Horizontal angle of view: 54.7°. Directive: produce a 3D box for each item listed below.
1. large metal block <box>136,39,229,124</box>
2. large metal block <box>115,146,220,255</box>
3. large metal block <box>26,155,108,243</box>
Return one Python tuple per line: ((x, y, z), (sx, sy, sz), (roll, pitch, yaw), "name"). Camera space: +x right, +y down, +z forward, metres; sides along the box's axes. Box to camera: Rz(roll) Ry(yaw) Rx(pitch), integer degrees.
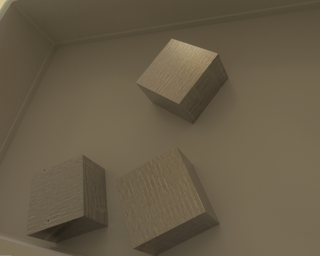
((0.030, -0.064, 0.413), (0.080, 0.050, 0.080), (31, 79, 38), "large metal block")
((0.006, 0.080, 0.337), (0.080, 0.050, 0.080), (-30, 52, 9), "large metal block")
((-0.116, 0.091, 0.395), (0.080, 0.050, 0.080), (-22, 54, 15), "large metal block")
